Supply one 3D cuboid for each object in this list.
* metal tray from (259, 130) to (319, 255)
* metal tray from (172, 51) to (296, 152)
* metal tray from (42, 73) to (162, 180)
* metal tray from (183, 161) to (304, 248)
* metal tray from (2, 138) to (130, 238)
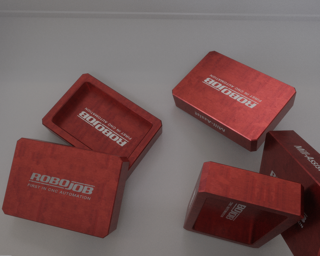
[{"bbox_3d":[0.142,0.069,0.315,0.030,0.089,0.130,-1,25,-5],"label":"metal tray"},{"bbox_3d":[0.093,-0.040,0.402,0.130,0.030,0.090,34,73,29],"label":"metal tray"},{"bbox_3d":[-0.074,-0.003,0.407,0.130,0.030,0.090,33,73,11],"label":"metal tray"},{"bbox_3d":[0.078,0.085,0.321,0.090,0.129,0.030,13,58,5],"label":"metal tray"},{"bbox_3d":[-0.109,0.067,0.362,0.131,0.030,0.090,10,86,10],"label":"metal tray"}]
